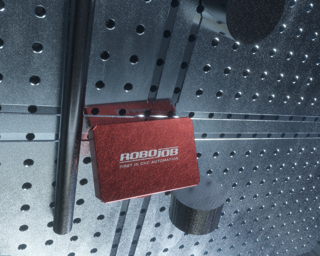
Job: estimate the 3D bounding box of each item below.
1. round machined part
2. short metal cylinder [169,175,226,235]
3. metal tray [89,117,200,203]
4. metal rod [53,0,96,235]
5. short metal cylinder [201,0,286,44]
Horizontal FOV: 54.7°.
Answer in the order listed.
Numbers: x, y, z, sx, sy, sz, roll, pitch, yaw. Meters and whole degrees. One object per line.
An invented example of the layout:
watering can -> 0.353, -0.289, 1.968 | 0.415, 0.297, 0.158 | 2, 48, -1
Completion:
round machined part -> -0.026, 0.056, 0.420 | 0.099, 0.042, 0.097 | -14, 124, -21
short metal cylinder -> 0.056, 0.117, 0.478 | 0.081, 0.080, 0.050 | -8, 122, -25
metal tray -> -0.018, 0.036, 0.390 | 0.131, 0.030, 0.089 | -6, 87, -24
metal rod -> -0.103, 0.005, 0.357 | 0.025, 0.025, 0.298 | -2, 119, -28
short metal cylinder -> 0.096, -0.143, 0.358 | 0.081, 0.050, 0.079 | -14, 124, -21
